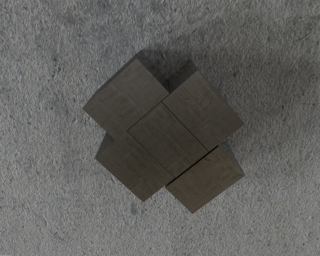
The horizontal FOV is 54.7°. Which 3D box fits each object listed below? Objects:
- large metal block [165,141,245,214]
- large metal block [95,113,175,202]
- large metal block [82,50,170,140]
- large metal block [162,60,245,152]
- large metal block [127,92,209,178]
[{"bbox_3d":[0.053,0.049,0.401,0.080,0.080,0.050,-40,106,13],"label":"large metal block"},{"bbox_3d":[-0.029,0.033,0.394,0.050,0.080,0.080,-40,106,13],"label":"large metal block"},{"bbox_3d":[-0.037,-0.042,0.366,0.080,0.080,0.050,-40,106,13],"label":"large metal block"},{"bbox_3d":[0.047,-0.030,0.372,0.050,0.080,0.080,-40,106,13],"label":"large metal block"},{"bbox_3d":[0.009,0.001,0.383,0.050,0.080,0.080,-40,106,13],"label":"large metal block"}]
